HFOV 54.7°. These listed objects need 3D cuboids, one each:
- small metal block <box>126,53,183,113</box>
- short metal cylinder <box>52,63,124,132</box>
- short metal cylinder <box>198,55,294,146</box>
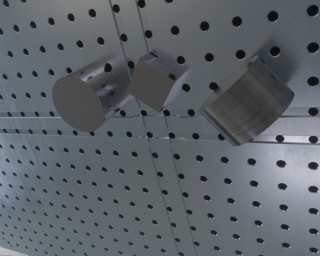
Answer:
[{"bbox_3d":[-0.007,-0.055,0.381,0.050,0.025,0.050,33,129,6],"label":"small metal block"},{"bbox_3d":[-0.097,-0.041,0.420,0.080,0.050,0.079,13,124,20],"label":"short metal cylinder"},{"bbox_3d":[0.085,-0.027,0.314,0.050,0.080,0.080,45,129,-3],"label":"short metal cylinder"}]
